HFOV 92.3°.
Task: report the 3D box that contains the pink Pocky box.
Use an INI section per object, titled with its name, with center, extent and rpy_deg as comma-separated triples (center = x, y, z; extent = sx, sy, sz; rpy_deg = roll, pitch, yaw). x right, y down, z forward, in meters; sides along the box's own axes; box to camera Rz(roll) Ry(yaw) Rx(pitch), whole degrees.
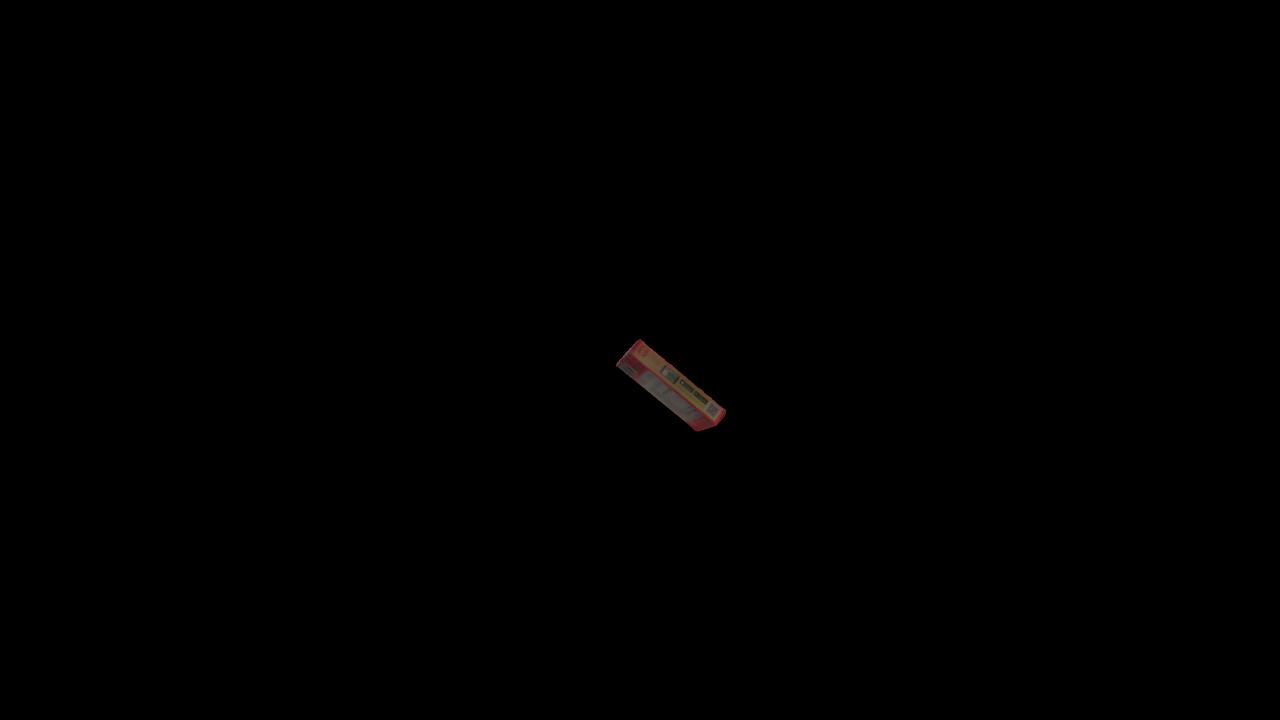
[pink Pocky box]
center = 0.041, 0.038, 0.851
extent = 0.155, 0.029, 0.084
rpy_deg = 40, -18, -2
